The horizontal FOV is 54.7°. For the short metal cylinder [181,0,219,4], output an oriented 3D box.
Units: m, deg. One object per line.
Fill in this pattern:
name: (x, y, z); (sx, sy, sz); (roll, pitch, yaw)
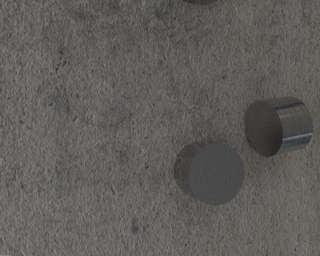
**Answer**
short metal cylinder: (0.048, -0.203, 0.397); (0.081, 0.080, 0.050); (16, 85, -19)

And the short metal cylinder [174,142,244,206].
short metal cylinder: (0.065, 0.059, 0.420); (0.081, 0.050, 0.080); (0, 90, -20)

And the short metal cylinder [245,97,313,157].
short metal cylinder: (0.166, -0.003, 0.441); (0.050, 0.080, 0.080); (-10, 94, -20)
